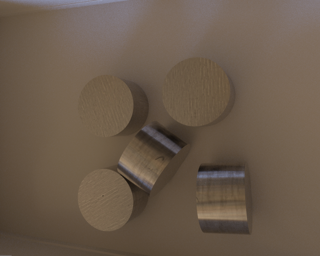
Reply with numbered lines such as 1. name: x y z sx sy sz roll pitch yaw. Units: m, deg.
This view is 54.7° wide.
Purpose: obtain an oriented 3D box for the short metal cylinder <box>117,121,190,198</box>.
1. short metal cylinder: -0.007 0.038 0.384 0.050 0.080 0.080 36 102 16

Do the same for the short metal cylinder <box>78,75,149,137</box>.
1. short metal cylinder: -0.062 -0.028 0.419 0.080 0.050 0.080 0 90 20

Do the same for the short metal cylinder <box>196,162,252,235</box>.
1. short metal cylinder: 0.076 0.079 0.354 0.050 0.080 0.080 -5 89 20

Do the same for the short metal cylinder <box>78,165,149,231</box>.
1. short metal cylinder: -0.062 0.092 0.419 0.080 0.050 0.080 0 90 20

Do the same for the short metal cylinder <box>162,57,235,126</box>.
1. short metal cylinder: 0.049 -0.042 0.380 0.080 0.050 0.080 0 90 20
